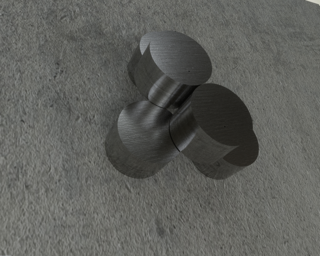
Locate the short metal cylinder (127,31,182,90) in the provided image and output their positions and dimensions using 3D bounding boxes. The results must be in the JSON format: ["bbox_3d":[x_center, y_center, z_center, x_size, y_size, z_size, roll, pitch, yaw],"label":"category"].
[{"bbox_3d":[-0.001,-0.091,0.444,0.081,0.050,0.080,14,56,-21],"label":"short metal cylinder"}]

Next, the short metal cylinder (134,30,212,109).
[{"bbox_3d":[0.015,-0.070,0.375,0.081,0.050,0.080,13,56,-20],"label":"short metal cylinder"}]

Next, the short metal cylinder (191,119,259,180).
[{"bbox_3d":[0.085,0.024,0.419,0.081,0.050,0.080,14,56,-21],"label":"short metal cylinder"}]

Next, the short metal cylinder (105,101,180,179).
[{"bbox_3d":[-0.020,0.015,0.369,0.081,0.050,0.080,14,56,-21],"label":"short metal cylinder"}]

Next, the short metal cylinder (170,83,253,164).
[{"bbox_3d":[0.058,-0.005,0.358,0.081,0.050,0.080,14,56,-21],"label":"short metal cylinder"}]
